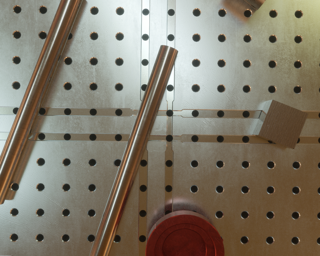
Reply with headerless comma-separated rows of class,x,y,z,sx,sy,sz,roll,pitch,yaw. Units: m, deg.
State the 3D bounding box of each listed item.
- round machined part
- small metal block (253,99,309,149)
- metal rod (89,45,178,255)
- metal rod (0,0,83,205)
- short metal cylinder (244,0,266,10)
round machined part,0.031,0.156,0.405,0.099,0.042,0.097,0,90,0
small metal block,0.160,-0.005,0.414,0.050,0.025,0.050,22,90,0
metal rod,-0.036,0.036,0.412,0.025,0.025,0.299,19,90,0
metal rod,-0.166,-0.043,0.411,0.025,0.025,0.299,21,90,0
short metal cylinder,0.129,-0.197,0.387,0.050,0.080,0.080,38,90,0
